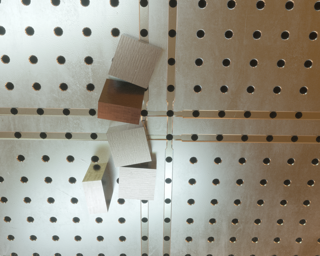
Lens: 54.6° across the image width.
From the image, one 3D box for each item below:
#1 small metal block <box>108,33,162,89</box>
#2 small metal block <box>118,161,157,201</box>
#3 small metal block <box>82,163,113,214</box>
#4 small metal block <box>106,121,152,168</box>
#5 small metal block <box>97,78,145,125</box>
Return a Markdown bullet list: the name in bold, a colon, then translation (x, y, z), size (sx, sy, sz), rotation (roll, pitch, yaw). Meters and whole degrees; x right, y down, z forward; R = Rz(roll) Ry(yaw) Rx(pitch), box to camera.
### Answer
- **small metal block**: translation (-0.031, -0.083, 0.383), size (0.050, 0.025, 0.050), rotation (20, 109, -7)
- **small metal block**: translation (-0.032, 0.073, 0.440), size (0.050, 0.025, 0.050), rotation (4, 110, -2)
- **small metal block**: translation (-0.085, 0.083, 0.430), size (0.025, 0.050, 0.050), rotation (-6, 110, 2)
- **small metal block**: translation (-0.041, 0.022, 0.421), size (0.050, 0.025, 0.050), rotation (-11, 110, 4)
- **small metal block**: translation (-0.047, -0.033, 0.384), size (0.050, 0.050, 0.025), rotation (9, 131, -4)
